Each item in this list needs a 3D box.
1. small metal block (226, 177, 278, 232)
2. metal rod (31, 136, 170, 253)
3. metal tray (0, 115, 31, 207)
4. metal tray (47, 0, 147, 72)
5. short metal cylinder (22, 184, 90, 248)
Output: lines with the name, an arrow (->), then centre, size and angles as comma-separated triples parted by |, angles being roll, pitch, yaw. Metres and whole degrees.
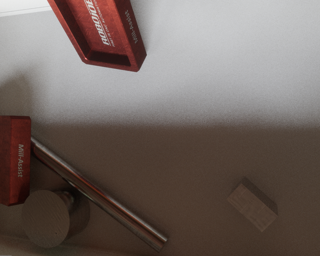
small metal block -> 0.108, 0.086, 0.359 | 0.050, 0.050, 0.025 | 43, 103, 14
metal rod -> -0.116, 0.077, 0.450 | 0.300, 0.025, 0.025 | 32, 100, 16
metal tray -> -0.236, 0.046, 0.474 | 0.090, 0.030, 0.129 | 2, 91, 38
metal tray -> -0.075, -0.128, 0.382 | 0.090, 0.130, 0.030 | 12, 63, 19
short metal cylinder -> -0.150, 0.125, 0.448 | 0.080, 0.050, 0.079 | 0, 90, 19
